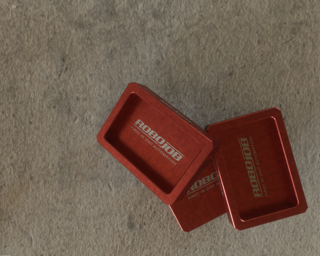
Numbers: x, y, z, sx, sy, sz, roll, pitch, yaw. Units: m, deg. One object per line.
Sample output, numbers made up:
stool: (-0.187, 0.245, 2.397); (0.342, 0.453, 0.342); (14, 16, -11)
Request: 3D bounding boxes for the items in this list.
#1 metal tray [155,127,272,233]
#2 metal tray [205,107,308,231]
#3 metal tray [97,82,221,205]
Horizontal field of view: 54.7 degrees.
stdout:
metal tray: (0.068, 0.066, 0.408); (0.131, 0.030, 0.090); (-27, 90, -1)
metal tray: (0.115, 0.048, 0.378); (0.091, 0.030, 0.129); (-16, 90, -1)
metal tray: (-0.006, 0.016, 0.373); (0.130, 0.030, 0.090); (39, 104, 21)
